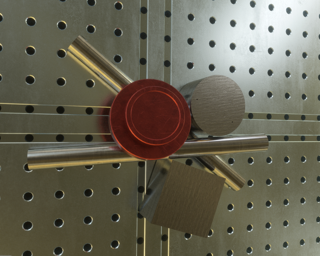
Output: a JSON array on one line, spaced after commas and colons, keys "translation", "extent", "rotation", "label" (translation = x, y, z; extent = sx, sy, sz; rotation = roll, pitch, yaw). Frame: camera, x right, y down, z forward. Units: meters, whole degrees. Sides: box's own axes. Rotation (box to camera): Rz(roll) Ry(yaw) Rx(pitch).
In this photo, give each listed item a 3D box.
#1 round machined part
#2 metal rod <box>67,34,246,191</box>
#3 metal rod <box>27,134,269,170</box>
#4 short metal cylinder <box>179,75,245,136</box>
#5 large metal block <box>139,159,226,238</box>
[{"translation": [-0.009, -0.011, 0.365], "extent": [0.099, 0.042, 0.097], "rotation": [2, 81, -14], "label": "round machined part"}, {"translation": [0.006, -0.011, 0.416], "extent": [0.300, 0.025, 0.025], "rotation": [40, 77, -16], "label": "metal rod"}, {"translation": [-0.004, 0.028, 0.392], "extent": [0.302, 0.025, 0.025], "rotation": [-3, 91, -13], "label": "metal rod"}, {"translation": [0.068, -0.029, 0.425], "extent": [0.081, 0.050, 0.079], "rotation": [0, 90, -21], "label": "short metal cylinder"}, {"translation": [0.029, 0.089, 0.409], "extent": [0.080, 0.050, 0.080], "rotation": [21, 83, -19], "label": "large metal block"}]
